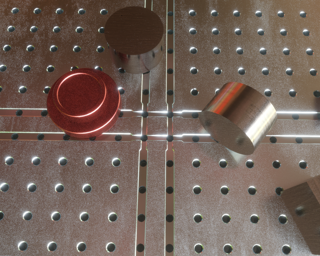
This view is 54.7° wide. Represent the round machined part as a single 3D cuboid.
[{"bbox_3d":[-0.103,-0.039,0.416,0.099,0.042,0.098,0,70,0],"label":"round machined part"}]

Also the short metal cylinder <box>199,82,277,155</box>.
[{"bbox_3d":[0.096,-0.011,0.387,0.080,0.080,0.050,37,74,12],"label":"short metal cylinder"}]

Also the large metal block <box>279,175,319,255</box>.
[{"bbox_3d":[0.191,0.094,0.349,0.050,0.080,0.080,-21,72,-8],"label":"large metal block"}]

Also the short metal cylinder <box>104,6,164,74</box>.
[{"bbox_3d":[-0.035,-0.125,0.444,0.081,0.050,0.080,0,70,0],"label":"short metal cylinder"}]
